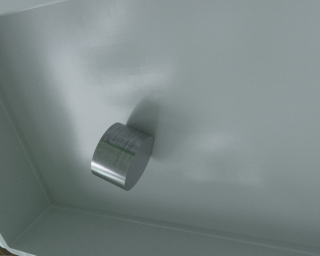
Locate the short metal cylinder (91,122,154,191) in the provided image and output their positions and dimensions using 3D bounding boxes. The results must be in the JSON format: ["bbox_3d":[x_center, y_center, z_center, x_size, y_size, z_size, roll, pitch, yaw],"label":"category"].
[{"bbox_3d":[-0.049,0.039,0.424,0.050,0.080,0.079,23,127,14],"label":"short metal cylinder"}]
